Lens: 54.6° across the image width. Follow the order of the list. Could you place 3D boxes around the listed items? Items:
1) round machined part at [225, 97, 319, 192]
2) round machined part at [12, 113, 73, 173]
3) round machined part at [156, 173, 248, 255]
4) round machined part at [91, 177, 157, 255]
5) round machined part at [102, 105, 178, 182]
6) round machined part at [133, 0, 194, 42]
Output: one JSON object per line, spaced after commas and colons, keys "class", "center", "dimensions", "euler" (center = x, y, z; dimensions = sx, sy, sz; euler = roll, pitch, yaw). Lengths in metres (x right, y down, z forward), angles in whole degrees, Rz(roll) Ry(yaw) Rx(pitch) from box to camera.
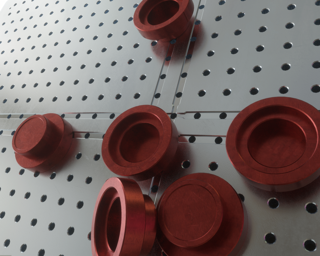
{"class": "round machined part", "center": [0.122, 0.019, 0.322], "dimensions": [0.098, 0.042, 0.098], "euler": [-13, 56, 21]}
{"class": "round machined part", "center": [-0.191, 0.017, 0.489], "dimensions": [0.098, 0.042, 0.098], "euler": [-13, 56, 21]}
{"class": "round machined part", "center": [0.037, 0.092, 0.322], "dimensions": [0.098, 0.042, 0.098], "euler": [-13, 56, 21]}
{"class": "round machined part", "center": [-0.038, 0.104, 0.335], "dimensions": [0.098, 0.042, 0.098], "euler": [-33, 50, 53]}
{"class": "round machined part", "center": [-0.022, 0.022, 0.396], "dimensions": [0.098, 0.042, 0.098], "euler": [-13, 56, 21]}
{"class": "round machined part", "center": [0.009, -0.180, 0.504], "dimensions": [0.098, 0.042, 0.098], "euler": [-13, 56, 21]}
